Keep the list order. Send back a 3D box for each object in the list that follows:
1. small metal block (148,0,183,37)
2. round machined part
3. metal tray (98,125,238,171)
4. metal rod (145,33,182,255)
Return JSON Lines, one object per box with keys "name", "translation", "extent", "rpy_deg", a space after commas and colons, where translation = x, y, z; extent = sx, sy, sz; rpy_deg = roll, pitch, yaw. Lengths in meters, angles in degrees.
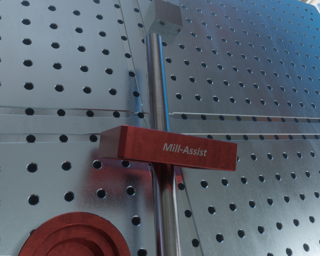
{"name": "small metal block", "translation": [0.009, -0.190, 0.530], "extent": [0.050, 0.025, 0.050], "rpy_deg": [10, 58, -24]}
{"name": "round machined part", "translation": [-0.078, 0.129, 0.277], "extent": [0.099, 0.042, 0.098], "rpy_deg": [14, 56, -21]}
{"name": "metal tray", "translation": [0.007, 0.025, 0.340], "extent": [0.131, 0.090, 0.030], "rpy_deg": [10, 81, -23]}
{"name": "metal rod", "translation": [0.000, 0.001, 0.369], "extent": [0.025, 0.025, 0.299], "rpy_deg": [11, 56, -23]}
